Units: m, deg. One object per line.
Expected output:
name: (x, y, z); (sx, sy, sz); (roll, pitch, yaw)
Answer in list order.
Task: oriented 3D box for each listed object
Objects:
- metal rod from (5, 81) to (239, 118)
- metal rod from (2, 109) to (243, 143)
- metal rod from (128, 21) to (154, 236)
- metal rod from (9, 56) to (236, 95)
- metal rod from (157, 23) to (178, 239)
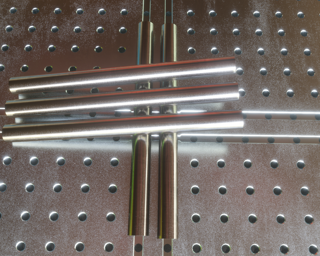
metal rod: (-0.053, -0.036, 0.402); (0.302, 0.025, 0.025); (-4, 70, 7)
metal rod: (-0.051, -0.002, 0.389); (0.302, 0.025, 0.025); (-3, 70, 7)
metal rod: (-0.023, -0.013, 0.416); (0.025, 0.025, 0.299); (1, 70, 0)
metal rod: (-0.054, -0.070, 0.415); (0.302, 0.025, 0.025); (-4, 70, 6)
metal rod: (0.011, -0.010, 0.416); (0.025, 0.025, 0.299); (1, 70, 0)
